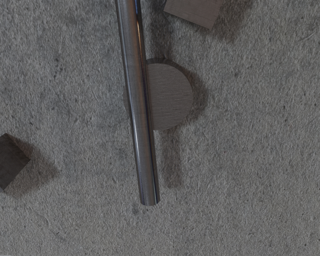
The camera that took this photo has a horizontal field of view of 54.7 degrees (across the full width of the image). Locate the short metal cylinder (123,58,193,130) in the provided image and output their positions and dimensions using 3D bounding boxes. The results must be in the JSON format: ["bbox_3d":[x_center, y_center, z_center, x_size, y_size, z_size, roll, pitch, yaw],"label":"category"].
[{"bbox_3d":[-0.002,-0.043,0.381,0.081,0.050,0.079,0,110,0],"label":"short metal cylinder"}]

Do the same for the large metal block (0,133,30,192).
[{"bbox_3d":[-0.231,0.060,0.400,0.080,0.080,0.050,-31,107,11],"label":"large metal block"}]

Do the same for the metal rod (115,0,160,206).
[{"bbox_3d":[-0.025,-0.049,0.338,0.025,0.025,0.298,-5,110,1],"label":"metal rod"}]

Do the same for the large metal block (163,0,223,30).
[{"bbox_3d":[0.041,-0.153,0.325,0.050,0.080,0.079,19,109,-7],"label":"large metal block"}]
